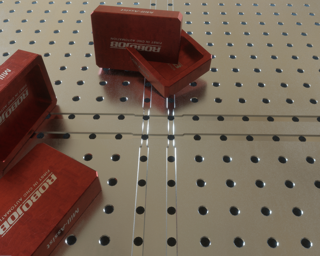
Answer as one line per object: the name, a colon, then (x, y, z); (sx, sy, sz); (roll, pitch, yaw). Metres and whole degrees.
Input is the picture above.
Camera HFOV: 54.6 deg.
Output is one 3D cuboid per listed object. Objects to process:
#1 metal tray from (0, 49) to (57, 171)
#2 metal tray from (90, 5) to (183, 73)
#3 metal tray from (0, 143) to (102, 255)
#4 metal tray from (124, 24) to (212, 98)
metal tray: (-0.185, -0.023, 0.384); (0.030, 0.090, 0.130); (16, 52, 12)
metal tray: (-0.034, -0.133, 0.474); (0.131, 0.089, 0.030); (7, 39, 5)
metal tray: (-0.138, 0.085, 0.333); (0.090, 0.030, 0.130); (24, 54, 19)
metal tray: (0.004, -0.118, 0.480); (0.090, 0.030, 0.130); (-36, 68, -16)
